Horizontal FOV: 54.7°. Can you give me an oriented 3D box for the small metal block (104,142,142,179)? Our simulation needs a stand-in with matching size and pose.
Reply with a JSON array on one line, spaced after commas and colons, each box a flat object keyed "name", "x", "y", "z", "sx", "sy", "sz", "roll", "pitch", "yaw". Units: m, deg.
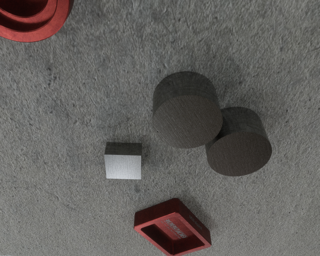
[{"name": "small metal block", "x": -0.052, "y": 0.048, "z": 0.447, "sx": 0.050, "sy": 0.025, "sz": 0.050, "roll": 2, "pitch": 130, "yaw": -2}]

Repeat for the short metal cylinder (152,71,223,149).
[{"name": "short metal cylinder", "x": 0.031, "y": -0.021, "z": 0.373, "sx": 0.081, "sy": 0.050, "sz": 0.079, "roll": 0, "pitch": 130, "yaw": 0}]

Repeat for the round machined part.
[{"name": "round machined part", "x": -0.128, "y": -0.132, "z": 0.282, "sx": 0.099, "sy": 0.042, "sz": 0.097, "roll": 0, "pitch": 130, "yaw": 0}]

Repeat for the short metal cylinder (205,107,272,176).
[{"name": "short metal cylinder", "x": 0.100, "y": 0.019, "z": 0.408, "sx": 0.081, "sy": 0.050, "sz": 0.079, "roll": 0, "pitch": 130, "yaw": 0}]

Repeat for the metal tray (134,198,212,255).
[{"name": "metal tray", "x": 0.025, "y": 0.185, "z": 0.561, "sx": 0.090, "sy": 0.030, "sz": 0.130, "roll": -26, "pitch": 126, "yaw": 20}]
